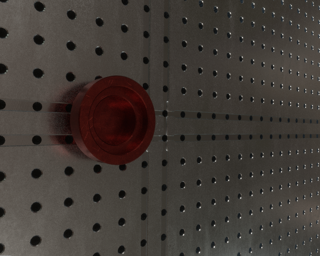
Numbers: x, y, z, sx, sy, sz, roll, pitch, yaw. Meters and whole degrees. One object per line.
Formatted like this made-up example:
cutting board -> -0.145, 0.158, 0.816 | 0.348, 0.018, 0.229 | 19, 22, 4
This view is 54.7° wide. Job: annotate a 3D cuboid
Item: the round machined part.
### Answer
round machined part -> -0.056, -0.008, 0.353 | 0.099, 0.042, 0.097 | 0, 90, -40
